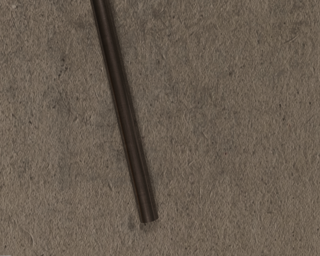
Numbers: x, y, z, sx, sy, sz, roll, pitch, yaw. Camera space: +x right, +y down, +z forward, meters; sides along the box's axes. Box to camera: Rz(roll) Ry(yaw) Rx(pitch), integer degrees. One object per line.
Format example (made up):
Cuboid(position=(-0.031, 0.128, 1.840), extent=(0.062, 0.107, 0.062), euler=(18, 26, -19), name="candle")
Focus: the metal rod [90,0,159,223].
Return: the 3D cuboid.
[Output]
Cuboid(position=(-0.047, -0.024, 0.409), extent=(0.025, 0.025, 0.298), euler=(-13, 90, 0), name="metal rod")
